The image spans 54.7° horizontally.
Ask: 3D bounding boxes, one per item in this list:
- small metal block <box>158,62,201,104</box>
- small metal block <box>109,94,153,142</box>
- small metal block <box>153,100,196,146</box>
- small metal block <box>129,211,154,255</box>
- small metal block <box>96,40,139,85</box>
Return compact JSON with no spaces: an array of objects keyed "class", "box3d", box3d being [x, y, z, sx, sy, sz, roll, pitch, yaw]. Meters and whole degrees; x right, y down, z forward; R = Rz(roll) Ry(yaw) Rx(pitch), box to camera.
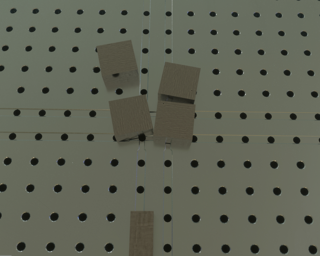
[{"class":"small metal block","box3d":[0.027,-0.061,0.434,0.050,0.025,0.050,11,70,3]},{"class":"small metal block","box3d":[-0.039,-0.013,0.416,0.050,0.025,0.050,-11,71,-5]},{"class":"small metal block","box3d":[0.019,-0.007,0.414,0.050,0.025,0.050,7,70,2]},{"class":"small metal block","box3d":[-0.020,0.123,0.353,0.025,0.050,0.050,0,70,0]},{"class":"small metal block","box3d":[-0.060,-0.095,0.446,0.050,0.025,0.050,-12,71,-5]}]
